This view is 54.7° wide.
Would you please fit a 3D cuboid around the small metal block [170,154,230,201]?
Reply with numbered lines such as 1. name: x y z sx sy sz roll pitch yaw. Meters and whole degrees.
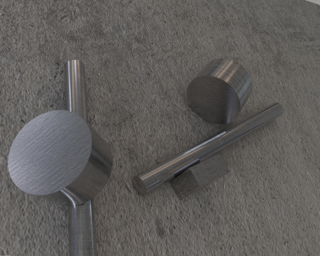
1. small metal block: 0.048 0.060 0.377 0.050 0.050 0.025 -19 72 -35

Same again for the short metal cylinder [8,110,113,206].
1. short metal cylinder: -0.092 0.030 0.295 0.080 0.050 0.080 -5 65 11

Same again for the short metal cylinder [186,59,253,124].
1. short metal cylinder: 0.086 -0.052 0.446 0.080 0.080 0.050 41 51 -1

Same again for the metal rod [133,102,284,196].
1. metal rod: 0.088 0.017 0.440 0.302 0.025 0.025 -24 75 -36

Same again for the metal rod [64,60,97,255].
1. metal rod: -0.084 0.053 0.325 0.025 0.025 0.299 4 60 -26
